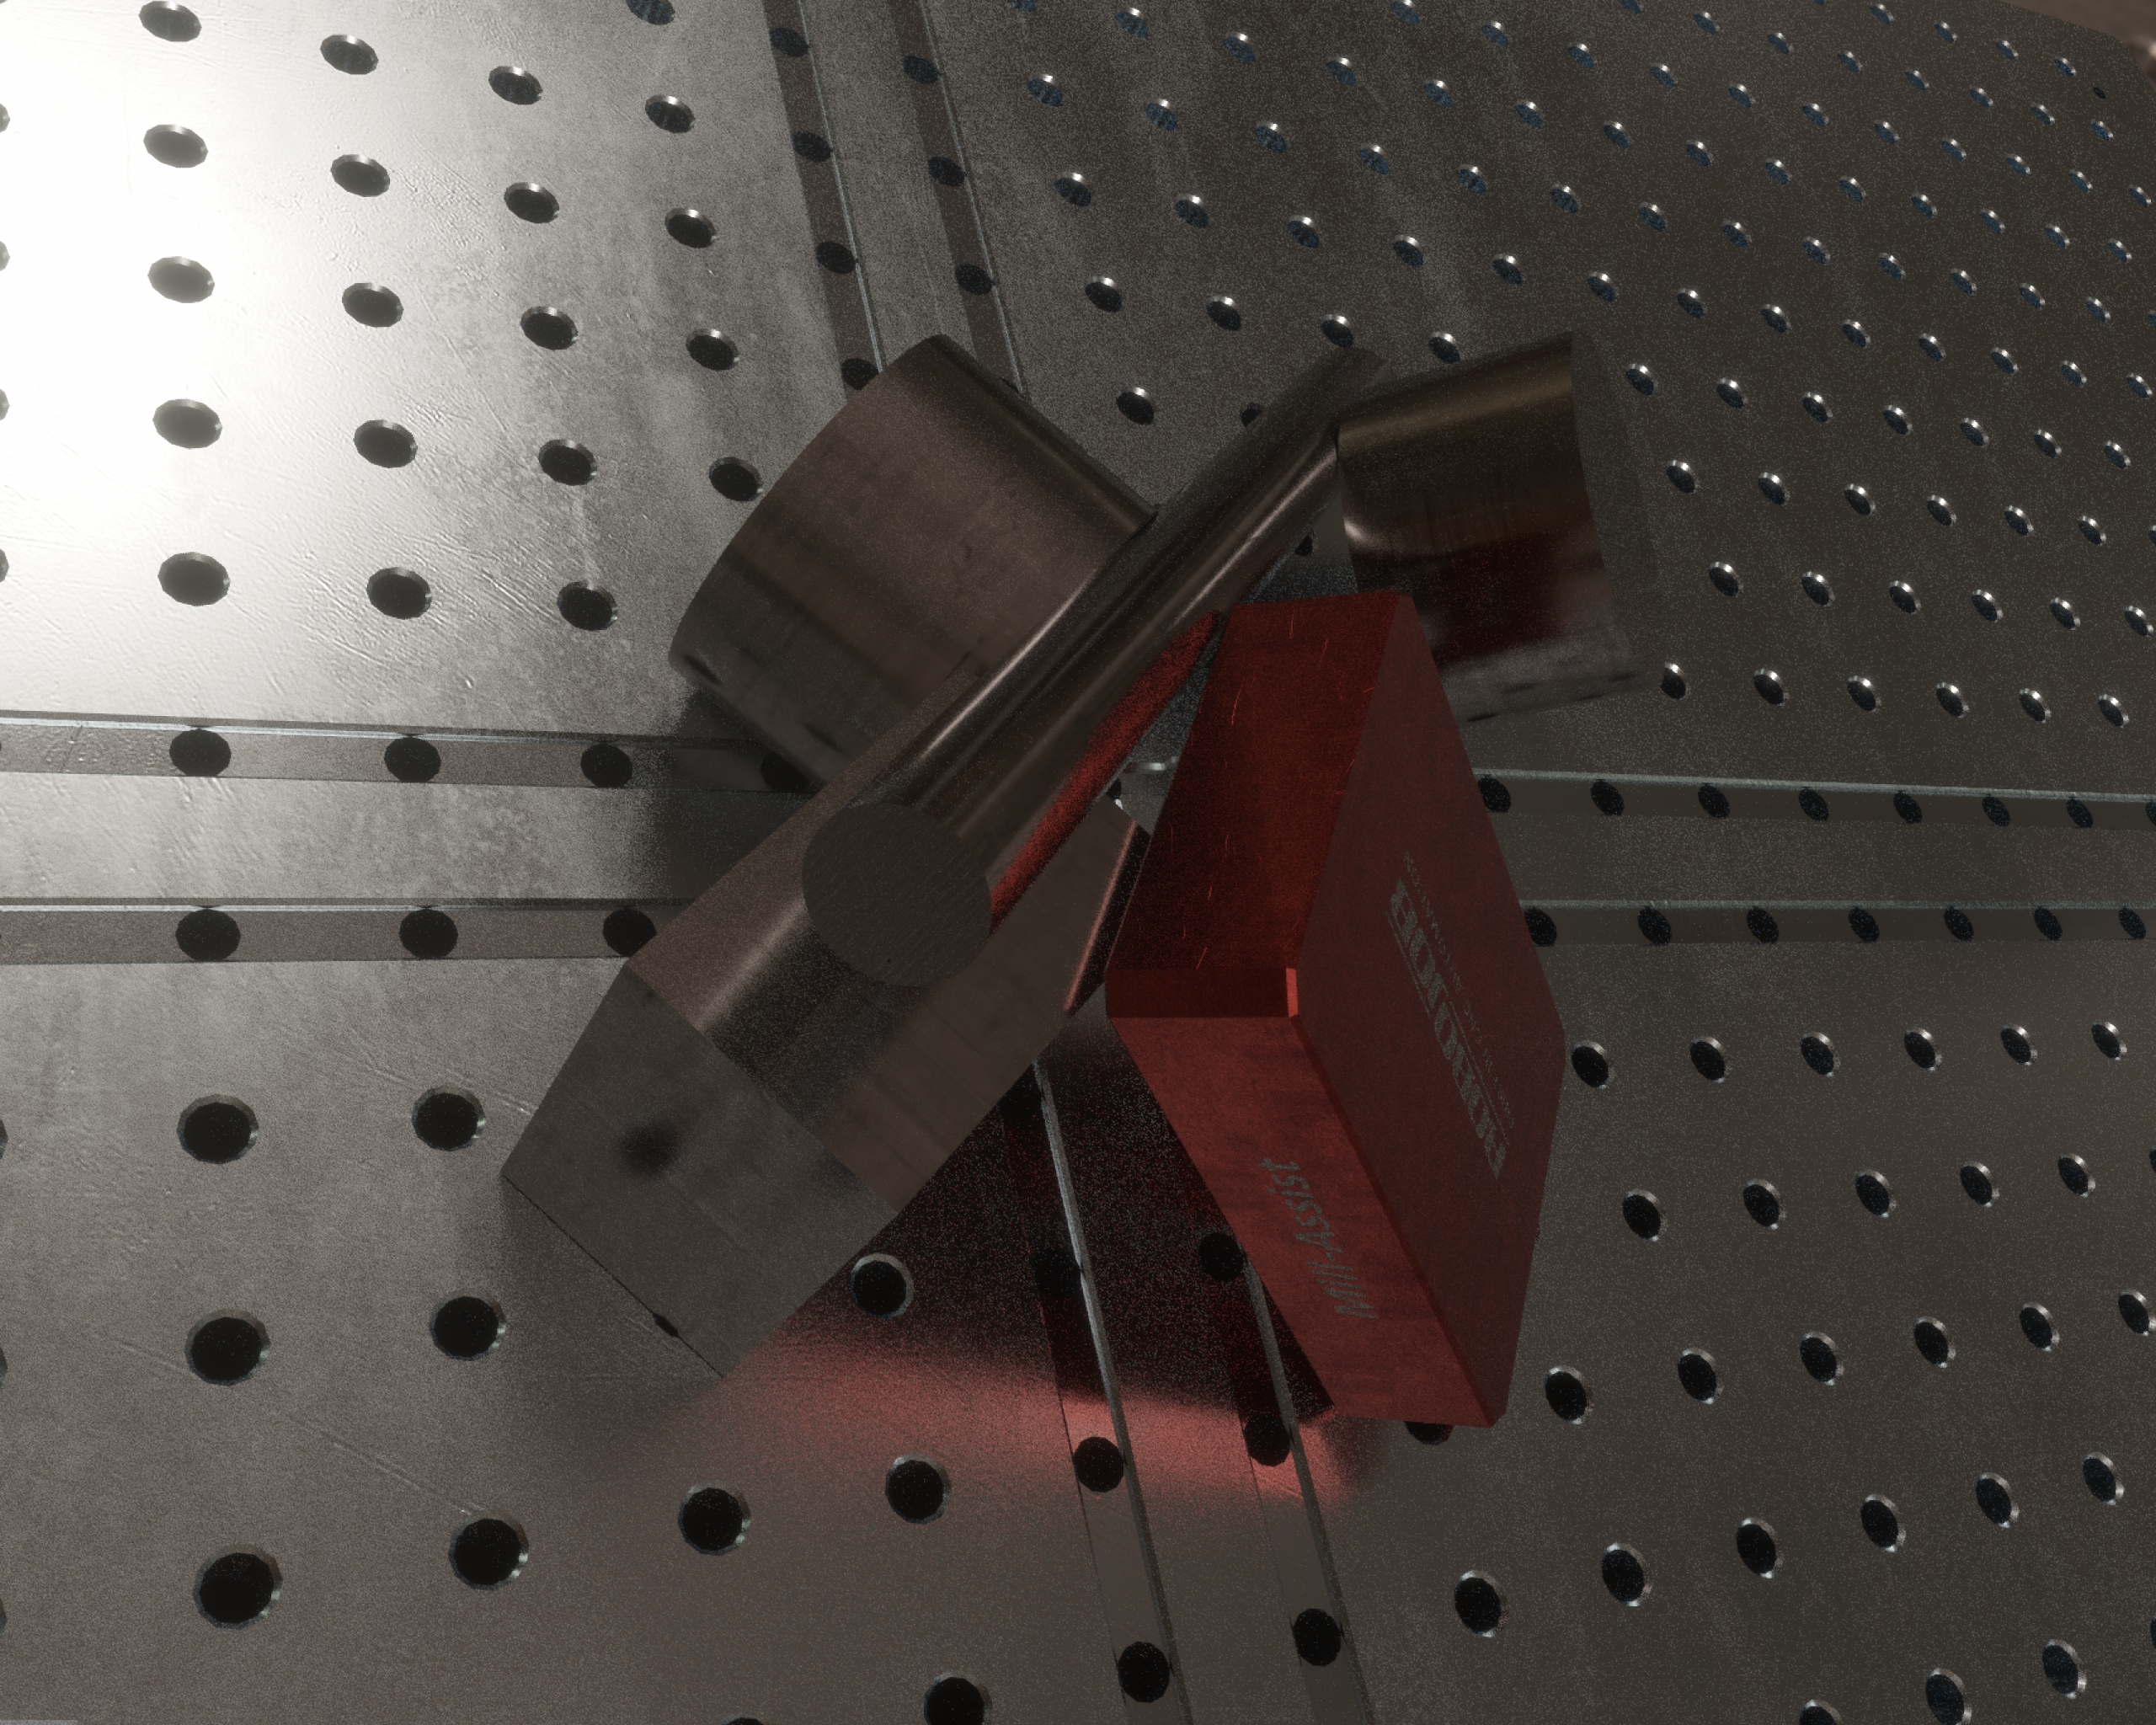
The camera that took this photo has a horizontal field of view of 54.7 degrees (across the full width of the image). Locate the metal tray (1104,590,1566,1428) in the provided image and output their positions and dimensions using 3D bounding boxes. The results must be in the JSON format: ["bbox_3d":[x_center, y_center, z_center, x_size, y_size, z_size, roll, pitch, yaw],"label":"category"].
[{"bbox_3d":[0.052,0.028,0.366,0.130,0.030,0.090,61,37,-41],"label":"metal tray"}]

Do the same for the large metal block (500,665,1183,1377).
[{"bbox_3d":[-0.038,0.026,0.337,0.050,0.080,0.080,43,51,1],"label":"large metal block"}]

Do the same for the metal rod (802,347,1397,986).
[{"bbox_3d":[0.023,-0.056,0.387,0.025,0.025,0.301,40,30,-2],"label":"metal rod"}]

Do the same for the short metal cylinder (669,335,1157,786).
[{"bbox_3d":[-0.030,-0.051,0.388,0.050,0.080,0.080,40,51,-2],"label":"short metal cylinder"}]

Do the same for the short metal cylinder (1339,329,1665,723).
[{"bbox_3d":[0.096,-0.073,0.465,0.080,0.050,0.080,40,45,-55],"label":"short metal cylinder"}]
